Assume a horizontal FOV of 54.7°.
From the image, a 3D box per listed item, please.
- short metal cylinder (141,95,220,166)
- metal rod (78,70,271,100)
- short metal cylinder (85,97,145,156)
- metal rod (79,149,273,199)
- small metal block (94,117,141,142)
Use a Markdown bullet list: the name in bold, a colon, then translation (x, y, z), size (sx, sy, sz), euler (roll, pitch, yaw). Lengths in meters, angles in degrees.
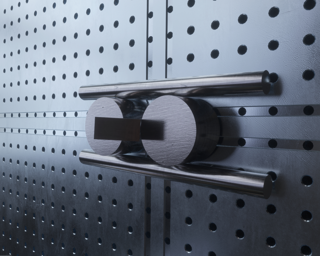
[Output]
- **short metal cylinder**: translation (0.023, 0.003, 0.369), size (0.080, 0.050, 0.079), euler (0, 90, 40)
- **metal rod**: translation (-0.007, -0.052, 0.411), size (0.300, 0.025, 0.025), euler (3, 92, 39)
- **short metal cylinder**: translation (-0.060, -0.002, 0.439), size (0.080, 0.050, 0.079), euler (0, 90, 40)
- **metal rod**: translation (-0.006, 0.053, 0.410), size (0.300, 0.025, 0.025), euler (3, 92, 39)
- **small metal block**: translation (-0.049, 0.001, 0.368), size (0.050, 0.050, 0.025), euler (3, 92, -3)
